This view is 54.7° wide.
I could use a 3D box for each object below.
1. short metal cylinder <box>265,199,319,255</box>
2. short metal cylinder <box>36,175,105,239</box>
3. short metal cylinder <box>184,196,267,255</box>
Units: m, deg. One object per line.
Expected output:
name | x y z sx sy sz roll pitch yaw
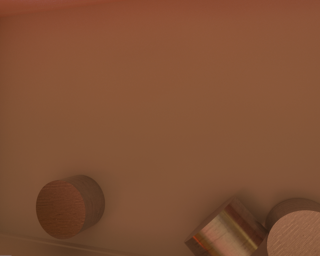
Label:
short metal cylinder | 0.158 0.123 0.338 0.080 0.050 0.079 0 91 16
short metal cylinder | -0.127 0.110 0.442 0.080 0.050 0.080 0 90 20
short metal cylinder | 0.074 0.124 0.355 0.080 0.080 0.050 -46 76 14
